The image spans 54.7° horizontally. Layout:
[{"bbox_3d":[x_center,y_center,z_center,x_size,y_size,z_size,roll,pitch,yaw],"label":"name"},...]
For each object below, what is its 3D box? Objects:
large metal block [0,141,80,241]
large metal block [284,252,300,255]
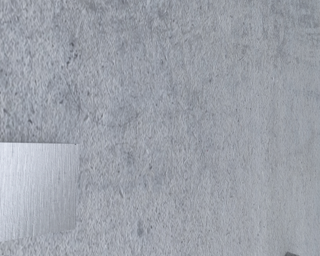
[{"bbox_3d":[-0.124,0.053,0.284,0.081,0.050,0.080,4,88,-40],"label":"large metal block"},{"bbox_3d":[0.267,0.310,0.612,0.081,0.050,0.080,-34,111,-35],"label":"large metal block"}]
